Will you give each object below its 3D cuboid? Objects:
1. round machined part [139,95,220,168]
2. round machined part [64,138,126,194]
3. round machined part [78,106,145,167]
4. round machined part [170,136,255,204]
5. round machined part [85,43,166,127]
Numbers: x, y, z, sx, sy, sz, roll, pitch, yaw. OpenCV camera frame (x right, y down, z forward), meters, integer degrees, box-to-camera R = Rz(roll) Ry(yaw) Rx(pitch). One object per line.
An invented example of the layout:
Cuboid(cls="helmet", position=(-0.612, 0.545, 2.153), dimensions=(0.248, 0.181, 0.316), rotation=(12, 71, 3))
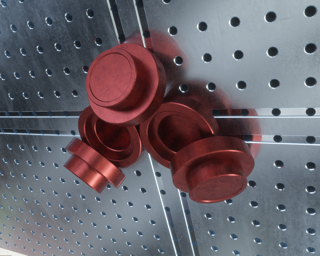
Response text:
Cuboid(cls="round machined part", position=(0.027, 0.004, 0.387), dimensions=(0.098, 0.042, 0.097), rotation=(13, 124, 20))
Cuboid(cls="round machined part", position=(-0.102, 0.061, 0.460), dimensions=(0.098, 0.042, 0.098), rotation=(34, 163, 12))
Cuboid(cls="round machined part", position=(-0.061, 0.003, 0.431), dimensions=(0.098, 0.042, 0.097), rotation=(13, 124, 20))
Cuboid(cls="round machined part", position=(0.064, 0.055, 0.365), dimensions=(0.099, 0.042, 0.097), rotation=(-7, 142, -5))
Cuboid(cls="round machined part", position=(-0.046, -0.052, 0.357), dimensions=(0.098, 0.042, 0.098), rotation=(-5, 78, 26))
